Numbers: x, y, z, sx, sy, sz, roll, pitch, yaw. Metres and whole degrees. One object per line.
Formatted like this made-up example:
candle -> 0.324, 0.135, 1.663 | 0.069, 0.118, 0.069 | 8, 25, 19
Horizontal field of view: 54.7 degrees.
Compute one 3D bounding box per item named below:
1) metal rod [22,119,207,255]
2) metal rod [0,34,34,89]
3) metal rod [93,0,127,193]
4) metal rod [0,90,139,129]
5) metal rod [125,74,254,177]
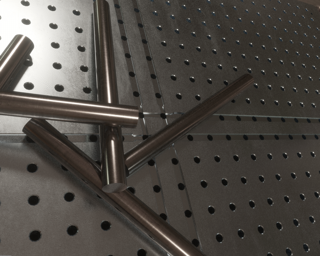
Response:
metal rod -> -0.025, 0.092, 0.339 | 0.300, 0.025, 0.025 | 40, 51, -1
metal rod -> -0.195, 0.013, 0.294 | 0.025, 0.025, 0.300 | 24, 53, -14
metal rod -> -0.068, -0.063, 0.393 | 0.025, 0.025, 0.299 | 7, 53, -25
metal rod -> -0.171, -0.027, 0.297 | 0.302, 0.025, 0.025 | 6, 59, -16
metal rod -> 0.055, -0.019, 0.450 | 0.302, 0.025, 0.025 | -33, 81, -38
